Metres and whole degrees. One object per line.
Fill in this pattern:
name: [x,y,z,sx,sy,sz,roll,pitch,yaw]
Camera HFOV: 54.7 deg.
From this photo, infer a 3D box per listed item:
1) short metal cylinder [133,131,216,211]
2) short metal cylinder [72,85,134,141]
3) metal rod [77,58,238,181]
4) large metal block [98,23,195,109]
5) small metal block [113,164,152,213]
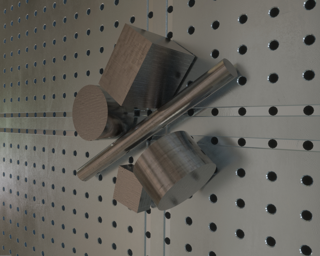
short metal cylinder: [0.017,0.049,0.355,0.050,0.081,0.080,51,120,27]
short metal cylinder: [-0.084,-0.022,0.458,0.080,0.050,0.079,0,90,40]
metal rod: [-0.024,0.005,0.424,0.299,0.025,0.025,-35,69,34]
large metal block: [-0.016,-0.072,0.382,0.050,0.081,0.080,44,116,31]
small metal block: [-0.036,0.083,0.434,0.050,0.025,0.050,20,102,38]
